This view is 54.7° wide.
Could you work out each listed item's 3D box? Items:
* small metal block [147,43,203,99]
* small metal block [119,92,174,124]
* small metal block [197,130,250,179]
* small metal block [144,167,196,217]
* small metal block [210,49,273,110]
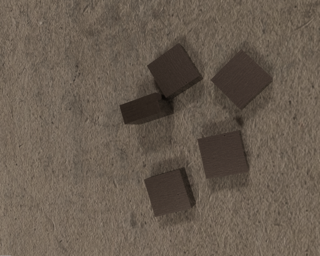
[{"bbox_3d":[0.020,-0.072,0.401,0.050,0.025,0.050,-33,80,16],"label":"small metal block"},{"bbox_3d":[-0.016,-0.024,0.401,0.050,0.050,0.025,-18,84,19],"label":"small metal block"},{"bbox_3d":[0.078,0.032,0.381,0.050,0.025,0.050,-13,86,19],"label":"small metal block"},{"bbox_3d":[0.013,0.083,0.404,0.050,0.025,0.050,-19,84,18],"label":"small metal block"},{"bbox_3d":[0.099,-0.057,0.374,0.050,0.025,0.050,-45,76,14],"label":"small metal block"}]
